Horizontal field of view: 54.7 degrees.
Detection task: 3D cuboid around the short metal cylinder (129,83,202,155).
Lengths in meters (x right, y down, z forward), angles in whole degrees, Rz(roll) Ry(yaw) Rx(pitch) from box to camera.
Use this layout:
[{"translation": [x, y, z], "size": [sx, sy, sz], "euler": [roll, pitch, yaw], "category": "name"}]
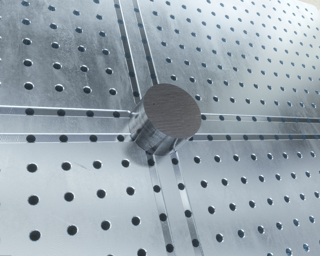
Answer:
[{"translation": [0.006, -0.011, 0.403], "size": [0.081, 0.050, 0.080], "euler": [14, 56, -21], "category": "short metal cylinder"}]
